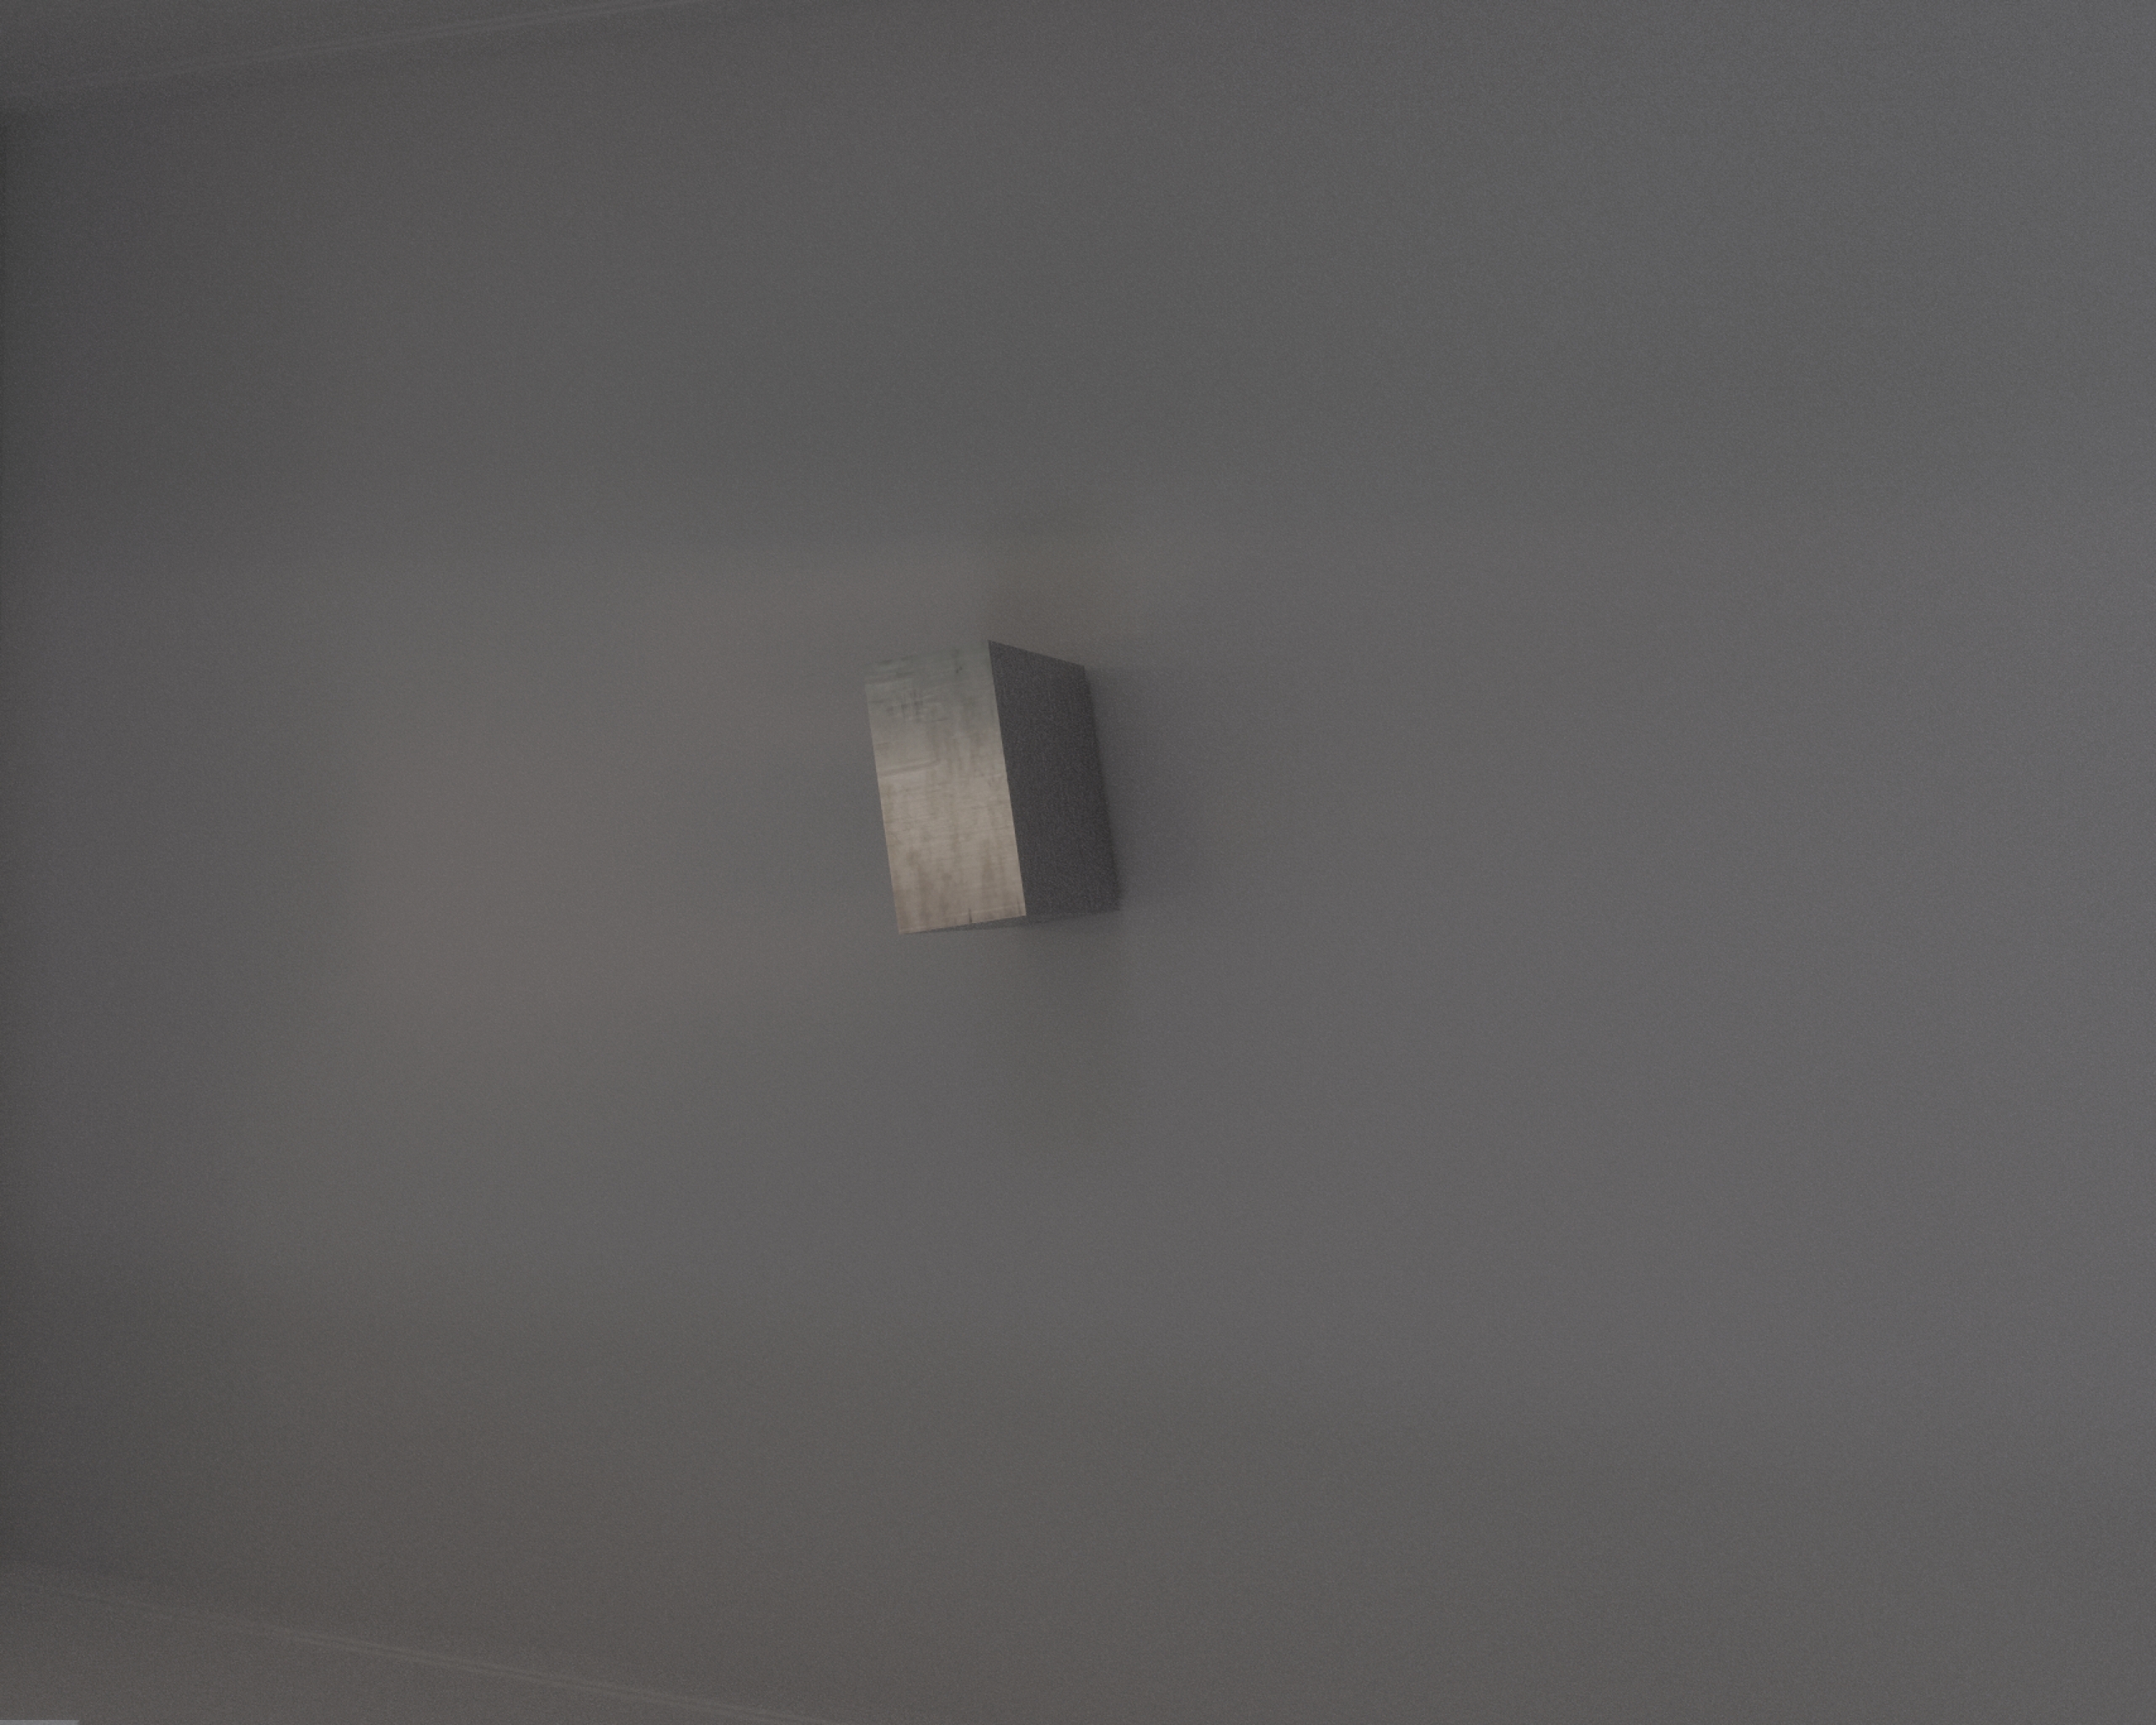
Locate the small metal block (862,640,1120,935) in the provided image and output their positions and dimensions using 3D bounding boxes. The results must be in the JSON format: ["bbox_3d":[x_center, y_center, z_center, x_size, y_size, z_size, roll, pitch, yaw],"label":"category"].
[{"bbox_3d":[-0.016,-0.013,0.399,0.025,0.050,0.050,-9,86,20],"label":"small metal block"}]
